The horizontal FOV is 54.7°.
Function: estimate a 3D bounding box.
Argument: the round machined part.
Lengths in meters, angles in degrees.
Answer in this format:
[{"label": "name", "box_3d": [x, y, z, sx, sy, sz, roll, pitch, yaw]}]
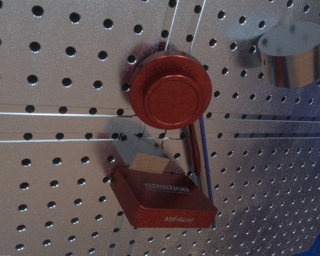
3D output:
[{"label": "round machined part", "box_3d": [0.014, -0.038, 0.366, 0.099, 0.042, 0.097, -3, 122, -5]}]

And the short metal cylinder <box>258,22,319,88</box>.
[{"label": "short metal cylinder", "box_3d": [0.176, -0.098, 0.414, 0.080, 0.080, 0.050, -33, 129, -7]}]

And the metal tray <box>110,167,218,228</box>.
[{"label": "metal tray", "box_3d": [0.006, 0.097, 0.433, 0.131, 0.090, 0.030, 13, 110, -34]}]

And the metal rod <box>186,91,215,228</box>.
[{"label": "metal rod", "box_3d": [0.063, 0.056, 0.482, 0.025, 0.025, 0.298, -24, 127, -14]}]

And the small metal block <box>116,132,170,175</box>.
[{"label": "small metal block", "box_3d": [-0.023, 0.033, 0.404, 0.050, 0.050, 0.025, 16, 110, -35]}]
